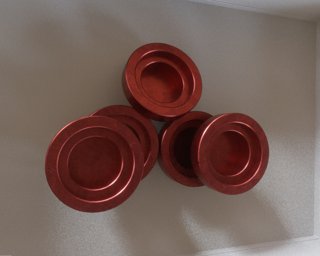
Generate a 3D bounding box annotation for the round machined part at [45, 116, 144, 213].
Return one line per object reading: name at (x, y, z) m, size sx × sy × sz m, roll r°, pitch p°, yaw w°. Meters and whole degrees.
round machined part at (-0.070, 0.036, 0.330) m, size 0.099 × 0.042 × 0.097 m, roll 0°, pitch 90°, yaw -20°

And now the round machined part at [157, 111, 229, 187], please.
round machined part at (0.040, 0.027, 0.415) m, size 0.099 × 0.042 × 0.097 m, roll 0°, pitch 90°, yaw -20°

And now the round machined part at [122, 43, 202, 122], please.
round machined part at (0.000, -0.053, 0.389) m, size 0.099 × 0.042 × 0.098 m, roll 7°, pitch 70°, yaw -19°

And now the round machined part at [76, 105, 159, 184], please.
round machined part at (-0.054, 0.022, 0.380) m, size 0.099 × 0.042 × 0.097 m, roll 0°, pitch 90°, yaw -20°

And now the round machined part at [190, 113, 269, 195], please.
round machined part at (0.082, 0.031, 0.386) m, size 0.099 × 0.042 × 0.097 m, roll 0°, pitch 90°, yaw -20°
